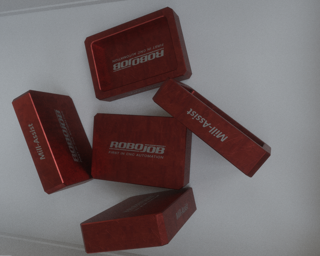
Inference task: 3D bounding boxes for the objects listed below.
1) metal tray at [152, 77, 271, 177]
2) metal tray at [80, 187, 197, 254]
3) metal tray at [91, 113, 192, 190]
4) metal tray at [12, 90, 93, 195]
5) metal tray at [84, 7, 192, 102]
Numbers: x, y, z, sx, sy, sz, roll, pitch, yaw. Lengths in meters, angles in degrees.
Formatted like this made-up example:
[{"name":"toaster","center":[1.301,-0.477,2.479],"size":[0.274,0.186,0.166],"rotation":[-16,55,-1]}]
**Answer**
[{"name":"metal tray","center":[0.062,-0.004,0.351],"size":[0.130,0.090,0.030],"rotation":[40,103,15]},{"name":"metal tray","center":[-0.017,0.101,0.357],"size":[0.090,0.130,0.030],"rotation":[-13,86,19]},{"name":"metal tray","center":[-0.026,0.028,0.413],"size":[0.130,0.030,0.089],"rotation":[4,91,19]},{"name":"metal tray","center":[-0.136,0.017,0.420],"size":[0.030,0.090,0.129],"rotation":[-26,82,17]},{"name":"metal tray","center":[-0.031,-0.095,0.416],"size":[0.130,0.030,0.090],"rotation":[-14,85,19]}]
